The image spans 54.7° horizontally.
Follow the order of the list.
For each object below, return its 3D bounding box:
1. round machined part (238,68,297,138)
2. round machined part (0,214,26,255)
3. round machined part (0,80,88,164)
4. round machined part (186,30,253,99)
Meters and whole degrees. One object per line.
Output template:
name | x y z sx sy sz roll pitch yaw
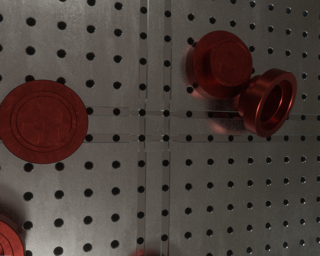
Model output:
round machined part | 0.150 -0.038 0.446 0.099 0.042 0.097 -22 126 -34
round machined part | -0.197 0.136 0.331 0.099 0.042 0.097 0 90 -21
round machined part | -0.132 -0.007 0.355 0.099 0.042 0.097 0 90 -21
round machined part | 0.090 -0.090 0.438 0.099 0.042 0.097 0 90 -21
